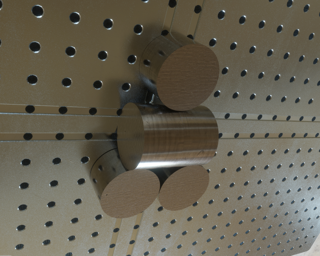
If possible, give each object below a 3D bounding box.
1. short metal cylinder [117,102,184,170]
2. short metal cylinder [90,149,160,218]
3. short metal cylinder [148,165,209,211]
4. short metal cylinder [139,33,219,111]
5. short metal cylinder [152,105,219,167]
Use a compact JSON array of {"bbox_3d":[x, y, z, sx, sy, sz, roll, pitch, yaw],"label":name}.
[{"bbox_3d":[-0.014,0.010,0.376,0.050,0.080,0.079,0,118,-29],"label":"short metal cylinder"},{"bbox_3d":[-0.047,0.073,0.415,0.081,0.050,0.079,-14,125,-21],"label":"short metal cylinder"},{"bbox_3d":[0.024,0.073,0.454,0.081,0.050,0.079,-14,125,-21],"label":"short metal cylinder"},{"bbox_3d":[0.022,-0.067,0.367,0.081,0.050,0.079,-14,125,-21],"label":"short metal cylinder"},{"bbox_3d":[0.030,0.009,0.400,0.050,0.080,0.079,0,118,-29],"label":"short metal cylinder"}]
